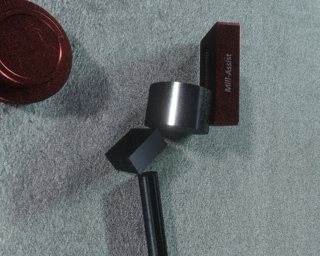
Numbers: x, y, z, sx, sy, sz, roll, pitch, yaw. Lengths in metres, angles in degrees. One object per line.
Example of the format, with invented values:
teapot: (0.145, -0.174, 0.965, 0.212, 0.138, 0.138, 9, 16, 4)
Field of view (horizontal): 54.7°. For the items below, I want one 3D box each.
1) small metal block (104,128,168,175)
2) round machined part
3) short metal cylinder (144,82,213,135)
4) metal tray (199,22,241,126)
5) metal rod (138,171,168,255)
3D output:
small metal block: (-0.028, 0.026, 0.365, 0.050, 0.050, 0.025, -46, 118, -30)
round machined part: (-0.127, -0.071, 0.287, 0.099, 0.042, 0.097, 0, 90, -40)
short metal cylinder: (0.024, -0.023, 0.389, 0.081, 0.080, 0.050, 13, 82, -39)
metal tray: (0.080, -0.068, 0.427, 0.030, 0.090, 0.129, 1, 89, -6)
metal rod: (0.003, 0.205, 0.407, 0.025, 0.025, 0.298, -12, 98, -39)
